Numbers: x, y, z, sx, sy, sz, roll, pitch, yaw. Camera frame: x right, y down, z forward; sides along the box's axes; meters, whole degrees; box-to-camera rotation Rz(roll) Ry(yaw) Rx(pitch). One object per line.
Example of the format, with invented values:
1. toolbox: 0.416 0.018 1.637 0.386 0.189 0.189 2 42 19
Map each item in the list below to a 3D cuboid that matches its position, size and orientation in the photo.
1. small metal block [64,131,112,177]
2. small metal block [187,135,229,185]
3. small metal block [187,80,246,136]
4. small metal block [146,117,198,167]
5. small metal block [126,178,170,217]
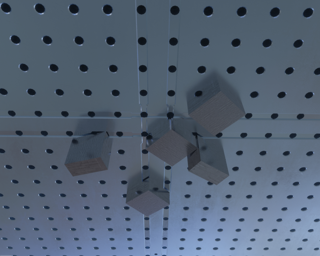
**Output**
1. small metal block: -0.096 0.035 0.424 0.050 0.050 0.025 -12 129 10
2. small metal block: 0.066 0.045 0.434 0.050 0.050 0.025 29 125 -22
3. small metal block: 0.071 -0.024 0.391 0.050 0.025 0.050 37 121 -27
4. small metal block: 0.016 0.020 0.429 0.050 0.025 0.050 35 122 -26
5. small metal block: -0.020 0.114 0.509 0.050 0.025 0.050 -34 122 25
